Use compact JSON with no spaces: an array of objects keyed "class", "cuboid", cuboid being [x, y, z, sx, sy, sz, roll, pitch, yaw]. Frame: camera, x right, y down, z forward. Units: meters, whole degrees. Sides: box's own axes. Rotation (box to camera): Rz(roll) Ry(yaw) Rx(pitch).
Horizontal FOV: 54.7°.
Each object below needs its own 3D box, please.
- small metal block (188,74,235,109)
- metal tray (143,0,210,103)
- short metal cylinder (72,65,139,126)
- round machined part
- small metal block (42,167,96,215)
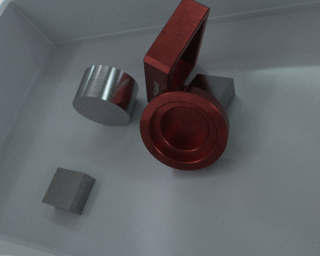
[{"class":"small metal block","cuboid":[0.060,-0.041,0.389,0.050,0.025,0.050,15,51,33]},{"class":"metal tray","cuboid":[0.018,-0.082,0.379,0.030,0.130,0.090,29,76,8]},{"class":"short metal cylinder","cuboid":[-0.075,-0.043,0.435,0.080,0.080,0.050,0,62,28]},{"class":"round machined part","cuboid":[0.030,-0.003,0.356,0.098,0.097,0.042,-10,23,22]},{"class":"small metal block","cuboid":[-0.122,0.084,0.416,0.050,0.025,0.050,6,64,30]}]
